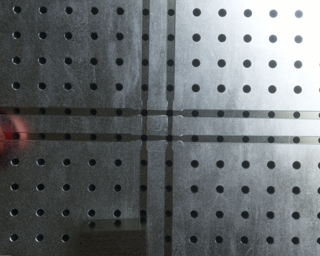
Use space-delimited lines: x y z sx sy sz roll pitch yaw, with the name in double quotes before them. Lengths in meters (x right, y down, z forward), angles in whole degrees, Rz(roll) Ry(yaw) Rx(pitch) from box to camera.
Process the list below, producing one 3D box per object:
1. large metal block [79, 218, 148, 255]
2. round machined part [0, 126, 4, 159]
"large metal block" -0.056 0.164 0.400 0.081 0.050 0.080 -2 90 0
"round machined part" -0.252 0.019 0.403 0.099 0.042 0.097 0 90 0
